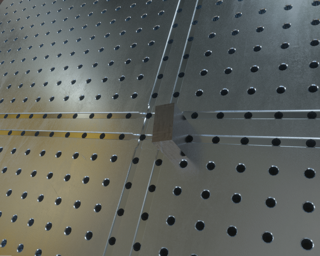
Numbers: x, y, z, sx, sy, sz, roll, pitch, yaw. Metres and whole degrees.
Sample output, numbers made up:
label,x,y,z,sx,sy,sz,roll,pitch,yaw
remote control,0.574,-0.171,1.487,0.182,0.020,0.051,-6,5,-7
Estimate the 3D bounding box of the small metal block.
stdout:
label,x,y,z,sx,sy,sz,roll,pitch,yaw
small metal block,0.014,0.005,0.381,0.025,0.050,0.050,-9,58,23
